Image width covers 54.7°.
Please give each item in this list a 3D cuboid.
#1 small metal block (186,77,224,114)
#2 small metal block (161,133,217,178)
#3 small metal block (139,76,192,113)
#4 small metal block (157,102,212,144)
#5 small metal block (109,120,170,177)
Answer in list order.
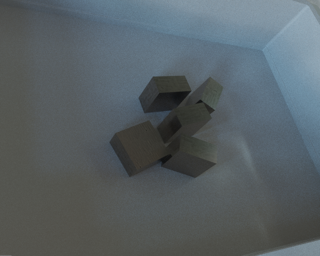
[{"bbox_3d":[0.060,-0.037,0.443,0.025,0.050,0.050,35,51,-10],"label":"small metal block"},{"bbox_3d":[0.036,0.036,0.387,0.050,0.050,0.025,20,54,-16],"label":"small metal block"},{"bbox_3d":[0.006,-0.046,0.420,0.050,0.050,0.025,-8,66,-32],"label":"small metal block"},{"bbox_3d":[0.032,-0.006,0.410,0.050,0.050,0.025,-14,70,-34],"label":"small metal block"},{"bbox_3d":[-0.025,0.024,0.377,0.050,0.025,0.050,-22,74,-36],"label":"small metal block"}]
